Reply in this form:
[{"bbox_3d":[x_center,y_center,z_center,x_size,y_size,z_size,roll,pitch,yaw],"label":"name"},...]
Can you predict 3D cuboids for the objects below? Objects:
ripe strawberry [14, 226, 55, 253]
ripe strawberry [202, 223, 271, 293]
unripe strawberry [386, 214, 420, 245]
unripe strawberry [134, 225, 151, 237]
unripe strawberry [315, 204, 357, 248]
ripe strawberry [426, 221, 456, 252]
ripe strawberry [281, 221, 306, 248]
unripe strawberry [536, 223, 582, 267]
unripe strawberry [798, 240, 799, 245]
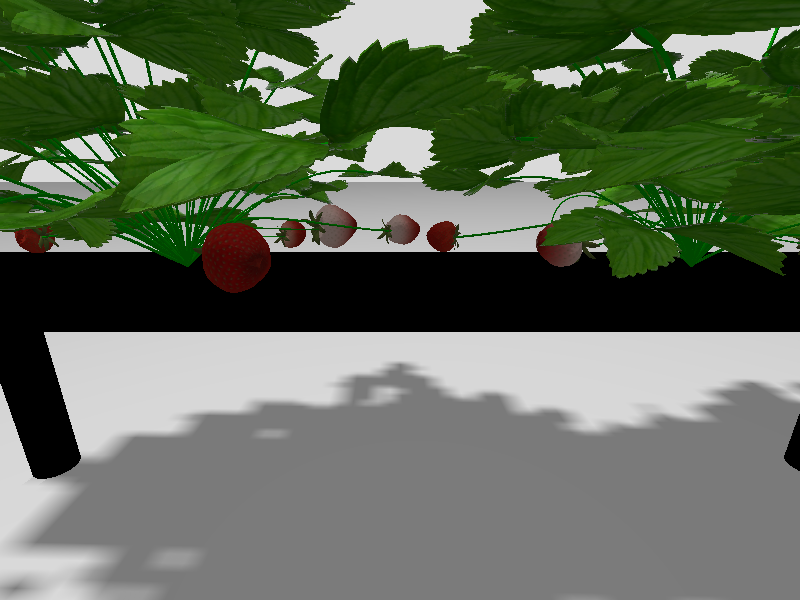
[{"bbox_3d":[-0.375,-0.066,0.410,0.034,0.035,0.031,5,19,17],"label":"ripe strawberry"},{"bbox_3d":[-0.112,-0.029,0.284,0.050,0.050,0.047,17,25,40],"label":"ripe strawberry"},{"bbox_3d":[0.004,-0.080,0.452,0.039,0.034,0.039,-9,20,-27],"label":"unripe strawberry"},{"bbox_3d":[-0.321,-0.086,0.497,0.023,0.023,0.019,-15,24,-39],"label":"unripe strawberry"},{"bbox_3d":[-0.070,-0.083,0.449,0.049,0.048,0.045,-14,23,-38],"label":"unripe strawberry"},{"bbox_3d":[0.043,-0.066,0.417,0.030,0.031,0.028,5,19,16],"label":"ripe strawberry"},{"bbox_3d":[-0.115,-0.072,0.437,0.026,0.030,0.029,15,23,38],"label":"ripe strawberry"},{"bbox_3d":[0.140,-0.050,0.353,0.039,0.041,0.036,0,18,1],"label":"unripe strawberry"},{"bbox_3d":[0.406,-0.054,0.383,0.034,0.034,0.032,-3,18,-11],"label":"unripe strawberry"}]
